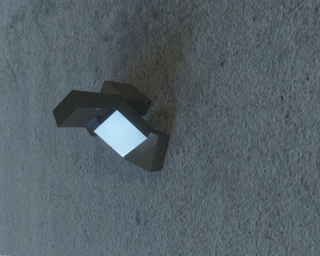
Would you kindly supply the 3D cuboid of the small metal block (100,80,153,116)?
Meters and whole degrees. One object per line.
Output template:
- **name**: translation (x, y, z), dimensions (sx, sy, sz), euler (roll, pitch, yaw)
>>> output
- **small metal block**: translation (-0.048, -0.041, 0.428), dimensions (0.050, 0.050, 0.025), euler (39, 114, 32)

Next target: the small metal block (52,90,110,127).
- **small metal block**: translation (-0.103, -0.024, 0.408), dimensions (0.050, 0.050, 0.025), euler (-36, 68, 34)

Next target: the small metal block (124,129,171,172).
- **small metal block**: translation (-0.018, 0.026, 0.419), dimensions (0.050, 0.025, 0.050), euler (21, 103, 37)

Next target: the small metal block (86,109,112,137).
- **small metal block**: translation (-0.087, -0.014, 0.460), dimensions (0.025, 0.050, 0.050), euler (-52, 60, 27)

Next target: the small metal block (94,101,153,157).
- **small metal block**: translation (-0.046, 0.002, 0.394), dimensions (0.050, 0.025, 0.050), euler (44, 124, -12)
